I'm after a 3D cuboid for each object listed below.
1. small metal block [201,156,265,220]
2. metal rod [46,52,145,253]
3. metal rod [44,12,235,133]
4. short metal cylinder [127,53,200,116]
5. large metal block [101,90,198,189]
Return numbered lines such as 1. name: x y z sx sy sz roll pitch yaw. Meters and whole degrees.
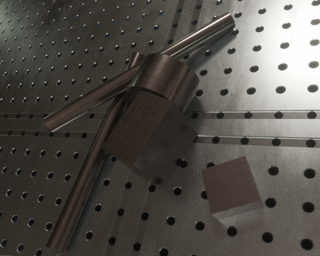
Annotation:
1. small metal block: 0.076 0.064 0.329 0.050 0.025 0.050 -21 54 15
2. metal rod: -0.080 0.019 0.437 0.025 0.025 0.300 7 65 31
3. metal rod: -0.027 -0.080 0.444 0.301 0.025 0.025 -31 52 -2
4. short metal cylinder: 0.004 -0.051 0.401 0.080 0.080 0.050 15 70 34
5. large metal block: -0.008 0.015 0.367 0.050 0.080 0.080 22 74 36
